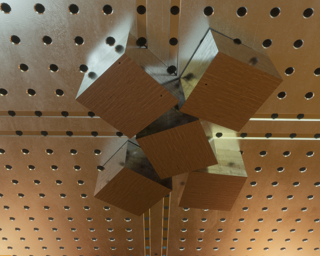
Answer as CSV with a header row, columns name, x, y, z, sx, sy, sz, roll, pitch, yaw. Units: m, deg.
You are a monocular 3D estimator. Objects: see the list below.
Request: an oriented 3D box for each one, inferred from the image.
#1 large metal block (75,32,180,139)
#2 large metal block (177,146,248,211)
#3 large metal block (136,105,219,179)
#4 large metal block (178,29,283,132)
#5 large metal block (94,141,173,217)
name,x,y,z,sx,sy,sz,roll,pitch,yaw
large metal block,-0.035,-0.046,0.355,0.080,0.050,0.080,-36,121,27
large metal block,0.073,0.076,0.460,0.080,0.050,0.079,6,130,-6
large metal block,0.023,0.014,0.406,0.080,0.050,0.080,-18,128,14
large metal block,0.074,-0.051,0.351,0.080,0.050,0.080,18,128,-19
large metal block,-0.039,0.077,0.458,0.080,0.050,0.080,31,123,-23
